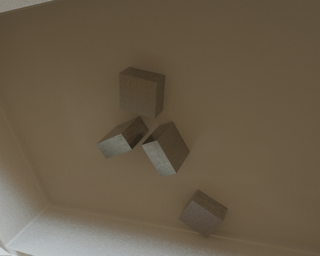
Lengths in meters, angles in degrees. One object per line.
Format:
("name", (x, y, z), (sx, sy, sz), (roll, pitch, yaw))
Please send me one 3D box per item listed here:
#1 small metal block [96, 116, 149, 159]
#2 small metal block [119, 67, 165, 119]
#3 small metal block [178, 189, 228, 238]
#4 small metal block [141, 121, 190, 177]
("small metal block", (-0.051, 0.013, 0.426), (0.050, 0.050, 0.025), (-22, 107, 36))
("small metal block", (-0.023, -0.045, 0.392), (0.050, 0.025, 0.050), (16, 125, 18))
("small metal block", (0.062, 0.126, 0.453), (0.050, 0.025, 0.050), (32, 128, 6))
("small metal block", (0.009, 0.027, 0.403), (0.025, 0.050, 0.050), (-19, 109, 35))
